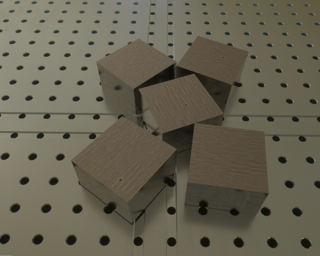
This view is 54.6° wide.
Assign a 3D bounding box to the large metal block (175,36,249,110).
[{"bbox_3d":[0.076,-0.084,0.461,0.080,0.050,0.080,22,54,14],"label":"large metal block"}]

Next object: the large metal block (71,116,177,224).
[{"bbox_3d":[-0.038,0.045,0.352,0.080,0.050,0.080,30,56,23],"label":"large metal block"}]

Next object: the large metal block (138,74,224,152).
[{"bbox_3d":[0.025,-0.018,0.406,0.081,0.050,0.080,-18,52,-14],"label":"large metal block"}]

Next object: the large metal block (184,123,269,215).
[{"bbox_3d":[0.074,0.045,0.354,0.080,0.050,0.080,7,50,5],"label":"large metal block"}]

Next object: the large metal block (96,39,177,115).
[{"bbox_3d":[-0.033,-0.078,0.457,0.080,0.050,0.080,-37,59,-26],"label":"large metal block"}]
